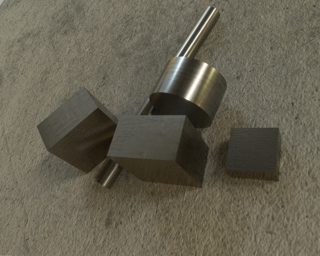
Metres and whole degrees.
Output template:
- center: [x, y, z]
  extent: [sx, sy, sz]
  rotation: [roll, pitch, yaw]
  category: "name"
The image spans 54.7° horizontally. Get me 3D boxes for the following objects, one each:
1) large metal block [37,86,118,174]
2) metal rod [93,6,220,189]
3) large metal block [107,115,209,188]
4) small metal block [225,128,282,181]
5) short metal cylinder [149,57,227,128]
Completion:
- center: [-0.101, 0.005, 0.418]
  extent: [0.080, 0.080, 0.050]
  rotation: [-41, 51, 0]
  category: "large metal block"
- center: [0.002, -0.051, 0.433]
  extent: [0.025, 0.025, 0.300]
  rotation: [22, 73, 36]
  category: "metal rod"
- center: [0.002, 0.027, 0.351]
  extent: [0.080, 0.080, 0.050]
  rotation: [1, 62, 28]
  category: "large metal block"
- center: [0.102, 0.028, 0.334]
  extent: [0.050, 0.025, 0.050]
  rotation: [0, 62, 28]
  category: "small metal block"
- center: [0.034, -0.041, 0.376]
  extent: [0.080, 0.080, 0.050]
  rotation: [14, 69, 33]
  category: "short metal cylinder"
